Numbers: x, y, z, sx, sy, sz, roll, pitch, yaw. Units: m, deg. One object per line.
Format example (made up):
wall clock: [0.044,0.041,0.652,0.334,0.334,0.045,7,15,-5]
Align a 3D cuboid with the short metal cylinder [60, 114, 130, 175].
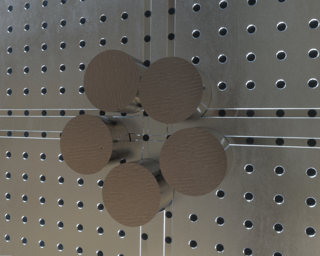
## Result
short metal cylinder: [-0.089,0.021,0.431,0.080,0.050,0.079,0,90,20]

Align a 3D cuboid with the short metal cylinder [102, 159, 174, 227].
short metal cylinder: [-0.028,0.083,0.408,0.080,0.050,0.080,0,90,20]

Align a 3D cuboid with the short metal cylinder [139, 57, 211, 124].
short metal cylinder: [0.020,-0.045,0.391,0.080,0.050,0.079,0,90,20]

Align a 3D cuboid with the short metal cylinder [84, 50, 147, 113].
short metal cylinder: [-0.054,-0.060,0.418,0.080,0.050,0.079,0,90,19]

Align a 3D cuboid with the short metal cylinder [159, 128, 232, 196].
short metal cylinder: [0.046,0.039,0.382,0.080,0.050,0.079,1,92,19]
